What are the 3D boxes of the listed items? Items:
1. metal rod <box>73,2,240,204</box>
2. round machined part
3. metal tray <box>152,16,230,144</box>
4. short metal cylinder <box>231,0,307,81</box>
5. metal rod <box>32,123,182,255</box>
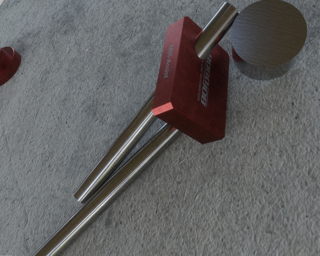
[{"bbox_3d":[-0.008,-0.025,0.384,0.299,0.025,0.025,-51,51,7],"label":"metal rod"},{"bbox_3d":[-0.351,-0.137,0.661,0.098,0.042,0.098,-13,56,21],"label":"round machined part"},{"bbox_3d":[0.042,-0.057,0.371,0.030,0.090,0.130,-19,51,43],"label":"metal tray"},{"bbox_3d":[0.126,-0.102,0.367,0.080,0.050,0.080,-2,81,13],"label":"short metal cylinder"},{"bbox_3d":[-0.061,0.078,0.387,0.300,0.025,0.025,-45,51,-4],"label":"metal rod"}]
